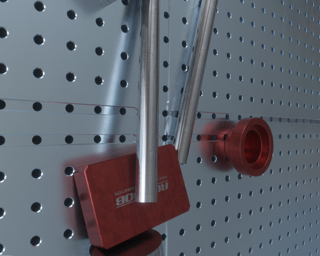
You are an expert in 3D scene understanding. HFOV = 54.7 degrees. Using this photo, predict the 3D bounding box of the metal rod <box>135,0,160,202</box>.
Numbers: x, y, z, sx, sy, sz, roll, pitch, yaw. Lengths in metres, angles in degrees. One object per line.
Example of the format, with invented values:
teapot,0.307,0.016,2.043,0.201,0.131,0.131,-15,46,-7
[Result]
metal rod,-0.013,-0.064,0.373,0.025,0.025,0.298,10,76,-40

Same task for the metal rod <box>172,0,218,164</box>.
metal rod,0.055,-0.096,0.457,0.025,0.025,0.299,20,77,-39

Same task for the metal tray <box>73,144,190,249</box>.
metal tray,-0.028,0.076,0.373,0.131,0.030,0.090,-12,86,-40

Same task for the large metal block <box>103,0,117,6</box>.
large metal block,-0.055,-0.203,0.348,0.080,0.050,0.080,42,64,-32

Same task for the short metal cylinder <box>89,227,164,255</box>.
short metal cylinder,-0.035,0.152,0.346,0.081,0.080,0.050,-12,98,-40

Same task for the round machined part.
round machined part,0.148,0.031,0.525,0.099,0.042,0.097,0,90,-40
